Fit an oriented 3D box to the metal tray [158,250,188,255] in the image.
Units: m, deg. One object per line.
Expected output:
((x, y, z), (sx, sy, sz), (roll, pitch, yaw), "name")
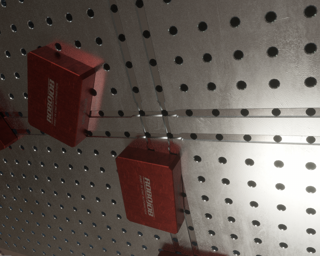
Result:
((0.060, 0.268, 0.540), (0.130, 0.030, 0.089), (0, 119, 27), "metal tray")

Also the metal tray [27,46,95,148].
((-0.149, -0.043, 0.458), (0.090, 0.030, 0.129), (26, 128, 11), "metal tray")

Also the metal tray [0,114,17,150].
((-0.334, -0.014, 0.571), (0.090, 0.030, 0.130), (-18, 109, 34), "metal tray")

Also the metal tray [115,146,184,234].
((-0.013, 0.096, 0.473), (0.090, 0.030, 0.129), (8, 122, 23), "metal tray")
